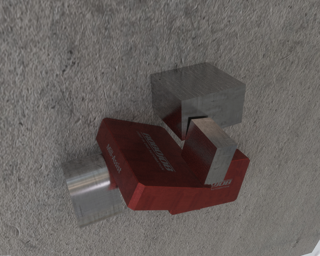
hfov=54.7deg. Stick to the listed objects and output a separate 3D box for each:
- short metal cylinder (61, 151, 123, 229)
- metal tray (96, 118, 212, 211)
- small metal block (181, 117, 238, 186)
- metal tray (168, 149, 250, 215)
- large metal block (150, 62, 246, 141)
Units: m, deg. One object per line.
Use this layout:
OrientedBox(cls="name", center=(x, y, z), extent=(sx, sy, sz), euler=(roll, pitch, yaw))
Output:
OrientedBox(cls="short metal cylinder", center=(-0.083, 0.073, 0.371), extent=(0.050, 0.080, 0.079), euler=(-16, 125, -19))
OrientedBox(cls="metal tray", center=(-0.012, 0.038, 0.355), extent=(0.091, 0.130, 0.030), euler=(9, 116, -32))
OrientedBox(cls="small metal block", center=(0.050, 0.024, 0.330), extent=(0.025, 0.050, 0.050), euler=(-7, 128, -27))
OrientedBox(cls="metal tray", center=(0.074, 0.085, 0.497), extent=(0.131, 0.030, 0.089), euler=(-5, 121, -26))
OrientedBox(cls="large metal block", center=(0.043, -0.036, 0.373), extent=(0.081, 0.080, 0.050), euler=(-16, 125, -20))
